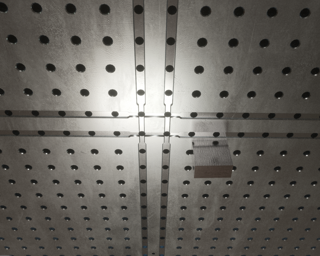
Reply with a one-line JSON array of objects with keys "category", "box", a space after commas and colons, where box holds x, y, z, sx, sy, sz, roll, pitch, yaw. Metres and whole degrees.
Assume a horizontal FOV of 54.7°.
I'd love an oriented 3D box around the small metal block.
[{"category": "small metal block", "box": [0.071, 0.043, 0.433, 0.050, 0.050, 0.025, -1, 130, 0]}]
